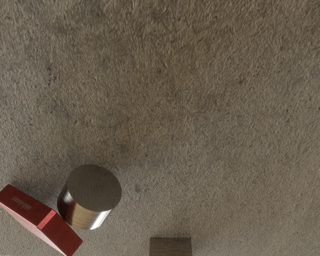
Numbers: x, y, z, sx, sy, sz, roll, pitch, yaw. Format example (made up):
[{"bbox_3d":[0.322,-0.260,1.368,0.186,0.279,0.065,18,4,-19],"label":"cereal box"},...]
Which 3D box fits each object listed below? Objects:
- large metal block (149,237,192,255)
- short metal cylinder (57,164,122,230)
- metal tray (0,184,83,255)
[{"bbox_3d":[0.020,0.261,0.613,0.081,0.050,0.079,1,130,-1],"label":"large metal block"},{"bbox_3d":[-0.104,0.101,0.456,0.080,0.080,0.050,22,127,-18],"label":"short metal cylinder"},{"bbox_3d":[-0.188,0.142,0.477,0.130,0.030,0.090,13,140,36],"label":"metal tray"}]
